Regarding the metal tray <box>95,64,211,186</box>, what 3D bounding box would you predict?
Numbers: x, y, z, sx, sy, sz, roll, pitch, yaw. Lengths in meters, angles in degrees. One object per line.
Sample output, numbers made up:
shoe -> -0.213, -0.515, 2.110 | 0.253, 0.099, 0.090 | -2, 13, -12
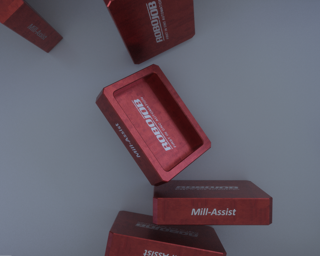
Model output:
metal tray -> -0.006, -0.006, 0.385 | 0.091, 0.030, 0.130 | -34, 89, -34

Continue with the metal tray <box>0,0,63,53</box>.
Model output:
metal tray -> -0.173, -0.142, 0.357 | 0.090, 0.130, 0.030 | 44, 90, 0

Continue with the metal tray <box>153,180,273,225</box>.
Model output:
metal tray -> 0.058, 0.088, 0.378 | 0.131, 0.090, 0.030 | 0, 93, 0

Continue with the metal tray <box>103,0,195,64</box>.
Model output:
metal tray -> -0.008, -0.132, 0.357 | 0.090, 0.130, 0.030 | -27, 73, 0

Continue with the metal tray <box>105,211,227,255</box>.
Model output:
metal tray -> 0.006, 0.139, 0.378 | 0.131, 0.090, 0.030 | 11, 90, 0
